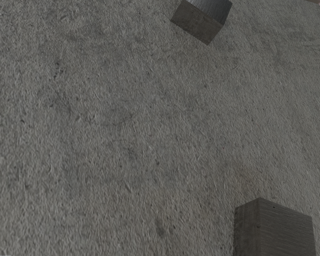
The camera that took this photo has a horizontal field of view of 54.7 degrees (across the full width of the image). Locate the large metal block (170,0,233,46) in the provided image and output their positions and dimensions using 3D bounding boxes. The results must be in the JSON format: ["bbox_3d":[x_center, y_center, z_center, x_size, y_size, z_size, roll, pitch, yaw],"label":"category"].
[{"bbox_3d":[0.075,-0.208,0.555,0.080,0.050,0.080,31,52,-8],"label":"large metal block"}]

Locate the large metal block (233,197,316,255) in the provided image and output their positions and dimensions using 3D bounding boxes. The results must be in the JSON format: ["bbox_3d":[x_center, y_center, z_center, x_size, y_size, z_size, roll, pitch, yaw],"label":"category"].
[{"bbox_3d":[0.138,0.141,0.376,0.080,0.050,0.080,22,53,-15],"label":"large metal block"}]
